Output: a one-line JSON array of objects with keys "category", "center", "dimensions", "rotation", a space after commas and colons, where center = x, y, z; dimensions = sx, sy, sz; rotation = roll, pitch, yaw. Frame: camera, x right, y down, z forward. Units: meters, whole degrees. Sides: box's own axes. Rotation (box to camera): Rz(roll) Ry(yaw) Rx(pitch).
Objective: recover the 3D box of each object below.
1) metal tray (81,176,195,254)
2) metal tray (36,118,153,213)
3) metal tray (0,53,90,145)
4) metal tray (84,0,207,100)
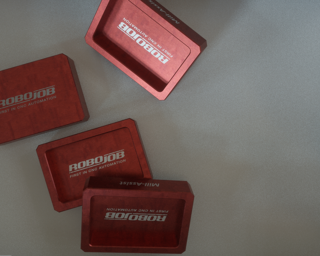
[{"category": "metal tray", "center": [-0.029, 0.110, 0.387], "dimensions": [0.131, 0.030, 0.089], "rotation": [4, 108, -7]}, {"category": "metal tray", "center": [-0.083, 0.047, 0.408], "dimensions": [0.131, 0.030, 0.090], "rotation": [-17, 90, 0]}, {"category": "metal tray", "center": [-0.170, -0.036, 0.407], "dimensions": [0.131, 0.030, 0.090], "rotation": [-16, 90, 0]}, {"category": "metal tray", "center": [-0.020, -0.107, 0.384], "dimensions": [0.130, 0.030, 0.089], "rotation": [38, 126, -1]}]
